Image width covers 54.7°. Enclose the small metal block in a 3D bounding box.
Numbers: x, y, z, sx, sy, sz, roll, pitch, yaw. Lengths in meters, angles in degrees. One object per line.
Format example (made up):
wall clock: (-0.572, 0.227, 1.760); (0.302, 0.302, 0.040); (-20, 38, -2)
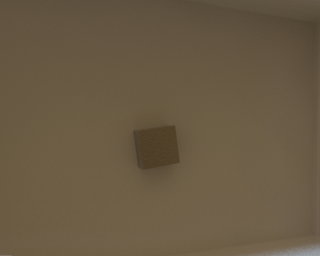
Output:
small metal block: (-0.005, 0.025, 0.410); (0.050, 0.025, 0.050); (-9, 93, -20)
